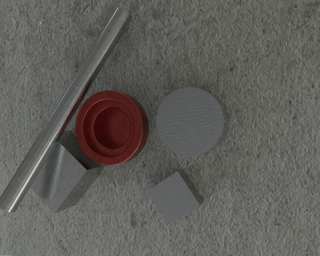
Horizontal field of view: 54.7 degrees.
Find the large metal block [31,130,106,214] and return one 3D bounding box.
[{"bbox_3d":[-0.140,0.060,0.443,0.080,0.050,0.080,41,103,15],"label":"large metal block"}]

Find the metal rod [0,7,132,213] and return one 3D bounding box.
[{"bbox_3d":[-0.123,-0.028,0.410,0.025,0.025,0.299,28,83,17],"label":"metal rod"}]

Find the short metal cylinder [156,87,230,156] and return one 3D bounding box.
[{"bbox_3d":[0.042,-0.007,0.380,0.080,0.050,0.079,0,90,19],"label":"short metal cylinder"}]

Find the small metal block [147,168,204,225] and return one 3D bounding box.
[{"bbox_3d":[0.020,0.088,0.401,0.050,0.025,0.050,-36,79,16],"label":"small metal block"}]

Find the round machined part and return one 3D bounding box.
[{"bbox_3d":[-0.061,0.000,0.420,0.098,0.042,0.097,0,90,19],"label":"round machined part"}]
